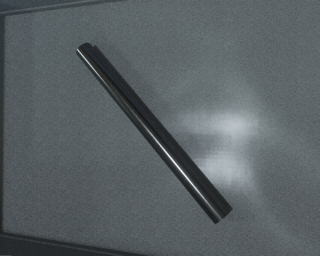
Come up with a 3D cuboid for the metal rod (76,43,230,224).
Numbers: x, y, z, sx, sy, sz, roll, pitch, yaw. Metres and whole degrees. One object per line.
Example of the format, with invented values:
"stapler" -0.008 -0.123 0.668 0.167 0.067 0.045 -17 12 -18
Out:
"metal rod" -0.017 -0.002 0.415 0.025 0.025 0.300 -43 77 15
